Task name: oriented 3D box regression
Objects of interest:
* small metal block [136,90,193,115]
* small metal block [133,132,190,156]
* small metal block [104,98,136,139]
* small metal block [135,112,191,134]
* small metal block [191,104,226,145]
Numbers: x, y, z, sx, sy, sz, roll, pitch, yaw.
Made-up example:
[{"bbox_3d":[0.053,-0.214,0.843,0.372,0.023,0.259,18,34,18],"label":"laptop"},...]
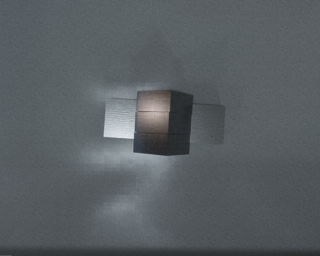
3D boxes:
[{"bbox_3d":[0.006,-0.031,0.387,0.050,0.050,0.025,3,90,36],"label":"small metal block"},{"bbox_3d":[0.003,0.019,0.387,0.050,0.050,0.025,2,90,36],"label":"small metal block"},{"bbox_3d":[-0.045,-0.012,0.409,0.050,0.025,0.050,4,90,-1],"label":"small metal block"},{"bbox_3d":[0.004,-0.006,0.387,0.050,0.050,0.025,2,90,36],"label":"small metal block"},{"bbox_3d":[0.058,-0.005,0.411,0.050,0.025,0.050,3,90,-1],"label":"small metal block"}]
